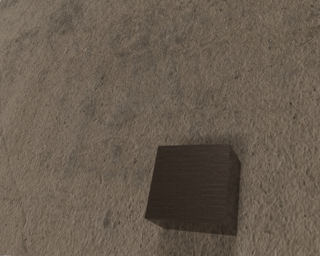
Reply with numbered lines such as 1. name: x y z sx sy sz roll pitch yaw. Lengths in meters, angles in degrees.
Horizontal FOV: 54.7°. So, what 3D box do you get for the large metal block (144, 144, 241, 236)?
1. large metal block: 0.038 0.064 0.328 0.080 0.050 0.080 -3 60 26
